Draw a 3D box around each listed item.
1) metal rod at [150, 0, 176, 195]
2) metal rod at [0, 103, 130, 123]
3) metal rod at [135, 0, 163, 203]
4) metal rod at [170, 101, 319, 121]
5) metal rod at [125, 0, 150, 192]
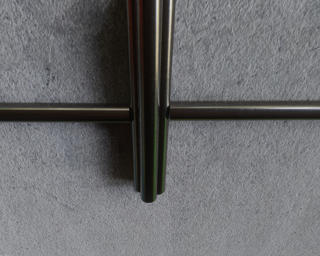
[{"bbox_3d":[-0.001,-0.017,0.395,0.025,0.025,0.298,1,130,-1],"label":"metal rod"},{"bbox_3d":[-0.189,-0.019,0.389,0.302,0.025,0.025,0,130,-1],"label":"metal rod"},{"bbox_3d":[-0.014,-0.010,0.374,0.025,0.025,0.298,1,130,-1],"label":"metal rod"},{"bbox_3d":[0.163,-0.022,0.392,0.302,0.025,0.025,0,130,-1],"label":"metal rod"},{"bbox_3d":[-0.025,-0.022,0.391,0.025,0.025,0.298,1,130,-1],"label":"metal rod"}]
